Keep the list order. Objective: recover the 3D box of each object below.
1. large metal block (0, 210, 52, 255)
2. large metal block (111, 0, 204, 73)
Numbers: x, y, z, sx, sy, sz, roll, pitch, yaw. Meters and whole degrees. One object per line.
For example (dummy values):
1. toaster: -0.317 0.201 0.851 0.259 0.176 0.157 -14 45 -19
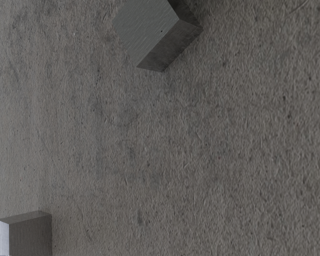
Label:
1. large metal block: -0.252 0.206 0.578 0.050 0.081 0.080 -2 89 40
2. large metal block: -0.005 -0.130 0.393 0.080 0.050 0.080 -41 65 32
